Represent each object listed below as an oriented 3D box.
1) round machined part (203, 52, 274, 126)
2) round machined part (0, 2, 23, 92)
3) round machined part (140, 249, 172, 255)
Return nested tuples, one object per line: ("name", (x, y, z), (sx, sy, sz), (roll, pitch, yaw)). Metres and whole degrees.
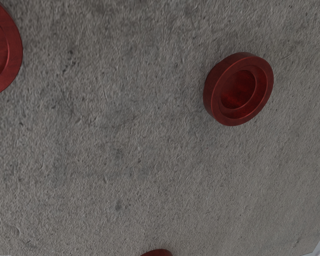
("round machined part", (0.099, -0.054, 0.416), (0.099, 0.042, 0.097), (-14, 124, -21))
("round machined part", (-0.169, -0.073, 0.258), (0.099, 0.042, 0.097), (-14, 124, -21))
("round machined part", (-0.011, 0.269, 0.556), (0.099, 0.042, 0.097), (-14, 124, -21))
